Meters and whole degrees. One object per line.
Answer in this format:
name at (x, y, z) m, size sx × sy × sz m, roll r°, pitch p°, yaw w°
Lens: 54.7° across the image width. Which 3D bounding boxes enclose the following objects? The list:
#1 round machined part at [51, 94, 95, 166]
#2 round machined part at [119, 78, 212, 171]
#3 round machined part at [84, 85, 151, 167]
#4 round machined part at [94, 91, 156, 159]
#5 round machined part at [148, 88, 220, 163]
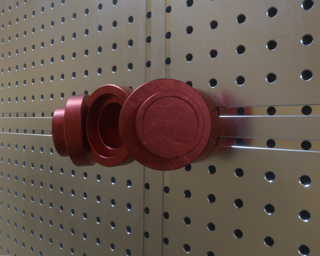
round machined part at (-0.115, 0.004, 0.424) m, size 0.042 × 0.098 × 0.097 m, roll -4°, pitch 87°, yaw 2°
round machined part at (0.007, -0.004, 0.324) m, size 0.042 × 0.099 × 0.097 m, roll -179°, pitch 89°, yaw -80°
round machined part at (-0.049, -0.003, 0.381) m, size 0.098 × 0.042 × 0.097 m, roll 0°, pitch 90°, yaw 39°
round machined part at (-0.056, -0.004, 0.442) m, size 0.098 × 0.042 × 0.097 m, roll 0°, pitch 90°, yaw 39°
round machined part at (0.020, -0.003, 0.380) m, size 0.098 × 0.042 × 0.097 m, roll 0°, pitch 90°, yaw 39°
